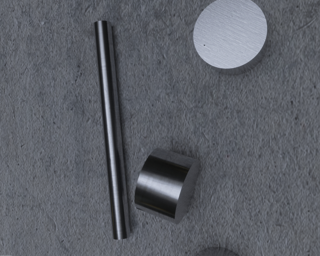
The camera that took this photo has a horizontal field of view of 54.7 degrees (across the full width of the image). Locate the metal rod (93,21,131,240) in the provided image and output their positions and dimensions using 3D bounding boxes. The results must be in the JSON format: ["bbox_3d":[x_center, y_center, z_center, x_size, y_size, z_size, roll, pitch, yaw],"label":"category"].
[{"bbox_3d":[-0.067,0.001,0.432,0.025,0.025,0.298,-6,88,20],"label":"metal rod"}]

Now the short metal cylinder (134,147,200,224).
[{"bbox_3d":[0.011,0.069,0.376,0.050,0.080,0.080,16,96,19],"label":"short metal cylinder"}]

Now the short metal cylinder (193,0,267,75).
[{"bbox_3d":[0.085,-0.106,0.366,0.080,0.050,0.080,0,90,20],"label":"short metal cylinder"}]

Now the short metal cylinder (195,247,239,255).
[{"bbox_3d":[0.068,0.192,0.372,0.080,0.050,0.080,0,90,20],"label":"short metal cylinder"}]
